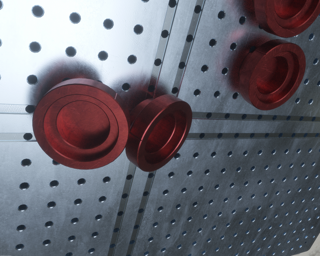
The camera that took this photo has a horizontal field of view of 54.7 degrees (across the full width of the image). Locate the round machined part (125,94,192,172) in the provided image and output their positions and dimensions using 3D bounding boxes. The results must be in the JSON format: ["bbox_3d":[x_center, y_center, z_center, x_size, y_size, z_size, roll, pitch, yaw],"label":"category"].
[{"bbox_3d":[-0.007,0.002,0.384,0.099,0.042,0.097,-36,144,-32],"label":"round machined part"}]

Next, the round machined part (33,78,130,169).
[{"bbox_3d":[-0.081,-0.007,0.337,0.099,0.042,0.097,-1,114,-1],"label":"round machined part"}]

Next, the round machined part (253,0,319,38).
[{"bbox_3d":[0.157,-0.166,0.385,0.099,0.042,0.097,-14,125,-21],"label":"round machined part"}]

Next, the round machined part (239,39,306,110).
[{"bbox_3d":[0.152,-0.077,0.438,0.099,0.042,0.097,-14,125,-21],"label":"round machined part"}]
